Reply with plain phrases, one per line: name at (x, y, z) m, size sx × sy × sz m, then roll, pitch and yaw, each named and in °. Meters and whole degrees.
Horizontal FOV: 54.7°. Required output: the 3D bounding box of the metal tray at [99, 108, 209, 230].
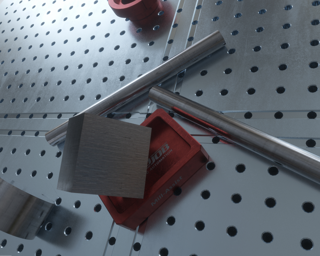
metal tray at (-0.017, 0.047, 0.383) m, size 0.130 × 0.030 × 0.090 m, roll -43°, pitch 51°, yaw -2°

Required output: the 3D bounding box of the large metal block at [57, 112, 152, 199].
large metal block at (-0.061, 0.033, 0.346) m, size 0.050 × 0.081 × 0.080 m, roll -10°, pitch 70°, yaw 55°

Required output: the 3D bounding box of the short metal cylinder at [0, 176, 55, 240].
short metal cylinder at (-0.187, 0.104, 0.405) m, size 0.080 × 0.080 × 0.050 m, roll 17°, pitch 71°, yaw 34°

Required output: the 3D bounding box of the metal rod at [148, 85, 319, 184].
metal rod at (0.098, 0.009, 0.350) m, size 0.300 × 0.025 × 0.025 m, roll 29°, pitch 78°, yaw 37°

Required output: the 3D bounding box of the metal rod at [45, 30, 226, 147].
metal rod at (-0.042, -0.055, 0.462) m, size 0.301 × 0.025 × 0.025 m, roll -30°, pitch 52°, yaw 8°

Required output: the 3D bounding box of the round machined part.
round machined part at (-0.041, -0.235, 0.561) m, size 0.098 × 0.042 × 0.098 m, roll -13°, pitch 56°, yaw 20°
